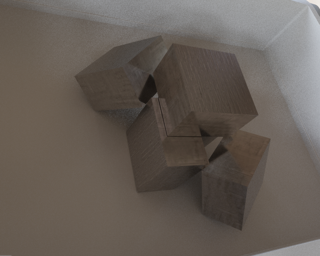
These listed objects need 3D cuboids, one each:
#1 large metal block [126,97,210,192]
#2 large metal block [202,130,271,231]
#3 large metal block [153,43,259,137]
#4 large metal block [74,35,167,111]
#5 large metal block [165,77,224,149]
[{"bbox_3d":[0.004,0.021,0.358,0.050,0.080,0.080,1,61,-28],"label":"large metal block"},{"bbox_3d":[0.090,0.059,0.371,0.050,0.080,0.080,18,45,26],"label":"large metal block"},{"bbox_3d":[0.046,-0.038,0.332,0.081,0.050,0.080,2,61,-27],"label":"large metal block"},{"bbox_3d":[-0.040,-0.066,0.377,0.080,0.080,0.050,-51,127,-39],"label":"large metal block"},{"bbox_3d":[0.041,-0.022,0.402,0.050,0.080,0.080,1,61,-28],"label":"large metal block"}]
